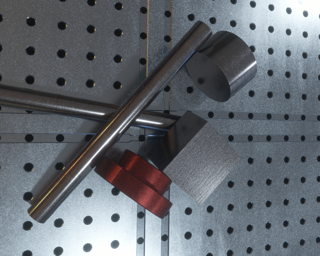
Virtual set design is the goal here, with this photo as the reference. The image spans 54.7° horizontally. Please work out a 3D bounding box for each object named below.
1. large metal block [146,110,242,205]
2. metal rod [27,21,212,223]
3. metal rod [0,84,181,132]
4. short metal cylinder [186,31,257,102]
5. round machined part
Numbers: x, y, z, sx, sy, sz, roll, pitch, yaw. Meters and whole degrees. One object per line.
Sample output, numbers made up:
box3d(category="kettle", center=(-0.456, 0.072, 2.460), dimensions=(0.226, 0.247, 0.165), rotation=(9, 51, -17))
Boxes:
box3d(category="large metal block", center=(0.044, 0.038, 0.399), dimensions=(0.080, 0.050, 0.080), rotation=(-48, 120, -3))
box3d(category="metal rod", center=(-0.044, -0.011, 0.370), dimensions=(0.025, 0.025, 0.300), rotation=(43, 85, -16))
box3d(category="metal rod", center=(-0.089, -0.023, 0.380), dimensions=(0.302, 0.025, 0.025), rotation=(9, 87, -20))
box3d(category="short metal cylinder", center=(0.081, -0.081, 0.414), dimensions=(0.050, 0.080, 0.080), rotation=(-40, 103, -16))
box3d(category="round machined part", center=(-0.025, 0.061, 0.365), dimensions=(0.098, 0.098, 0.042), rotation=(39, 78, -16))
